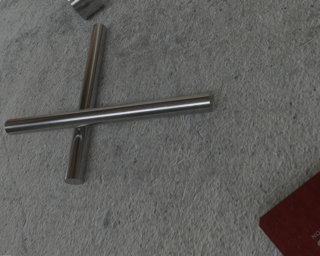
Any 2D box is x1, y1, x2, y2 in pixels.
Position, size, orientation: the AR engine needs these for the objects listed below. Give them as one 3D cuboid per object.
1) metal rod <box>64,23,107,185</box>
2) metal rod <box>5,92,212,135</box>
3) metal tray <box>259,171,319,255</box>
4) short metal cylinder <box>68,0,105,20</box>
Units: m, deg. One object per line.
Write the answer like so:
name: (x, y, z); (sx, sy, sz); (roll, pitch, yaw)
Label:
metal rod: (-0.114, -0.056, 0.495); (0.025, 0.025, 0.299); (-12, 57, 21)
metal rod: (-0.081, -0.017, 0.429); (0.301, 0.025, 0.025); (-6, 59, 15)
metal tray: (0.166, 0.079, 0.265); (0.130, 0.030, 0.090); (-39, 51, 1)
short metal cylinder: (-0.153, -0.261, 0.607); (0.050, 0.080, 0.080); (-35, 52, 5)
